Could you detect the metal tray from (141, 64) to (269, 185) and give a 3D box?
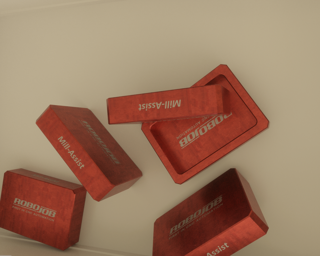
[{"bbox_3d":[0.053,-0.003,0.377,0.130,0.030,0.090,-37,76,16],"label":"metal tray"}]

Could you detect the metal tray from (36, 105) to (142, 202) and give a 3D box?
[{"bbox_3d":[-0.089,0.028,0.406,0.030,0.090,0.130,-45,77,14],"label":"metal tray"}]

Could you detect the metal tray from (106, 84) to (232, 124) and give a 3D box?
[{"bbox_3d":[0.015,-0.025,0.370,0.130,0.090,0.030,-5,89,20],"label":"metal tray"}]

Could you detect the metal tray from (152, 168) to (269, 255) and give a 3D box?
[{"bbox_3d":[0.050,0.112,0.356,0.130,0.090,0.030,-38,107,15],"label":"metal tray"}]

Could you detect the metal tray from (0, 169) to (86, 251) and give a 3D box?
[{"bbox_3d":[-0.181,0.120,0.470,0.130,0.030,0.089,11,94,19],"label":"metal tray"}]
